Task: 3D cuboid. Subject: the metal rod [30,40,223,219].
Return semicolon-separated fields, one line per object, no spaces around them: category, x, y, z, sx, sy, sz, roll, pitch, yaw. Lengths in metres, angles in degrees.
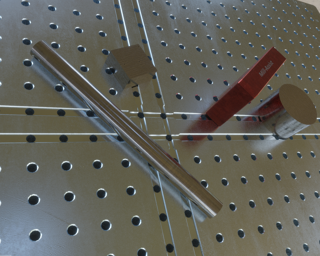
metal rod;-0.041;0.001;0.386;0.300;0.025;0.025;42;51;1

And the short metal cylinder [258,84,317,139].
short metal cylinder;0.218;-0.028;0.530;0.081;0.050;0.080;14;56;-21

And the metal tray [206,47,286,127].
metal tray;0.134;-0.065;0.480;0.030;0.090;0.131;45;51;2

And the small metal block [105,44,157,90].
small metal block;-0.041;-0.088;0.441;0.050;0.025;0.050;-26;76;-37
